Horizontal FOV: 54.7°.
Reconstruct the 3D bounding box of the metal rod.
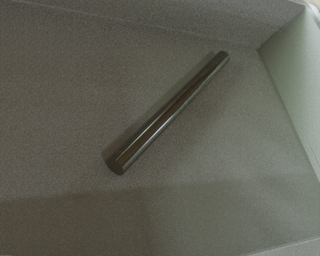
[{"bbox_3d":[0.030,-0.040,0.447,0.025,0.025,0.301,43,51,1],"label":"metal rod"}]
